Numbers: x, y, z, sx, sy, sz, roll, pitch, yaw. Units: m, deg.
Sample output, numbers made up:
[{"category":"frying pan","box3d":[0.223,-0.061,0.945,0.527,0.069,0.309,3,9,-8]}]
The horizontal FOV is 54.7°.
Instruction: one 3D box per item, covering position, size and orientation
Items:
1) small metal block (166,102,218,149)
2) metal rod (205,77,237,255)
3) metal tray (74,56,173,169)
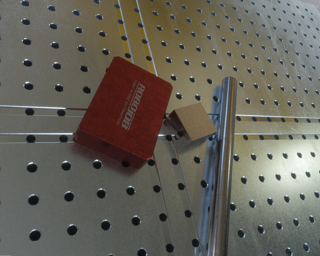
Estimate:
[{"category":"small metal block","box3d":[0.045,-0.004,0.437,0.050,0.025,0.050,-17,71,-35]},{"category":"metal rod","box3d":[0.089,0.041,0.433,0.025,0.025,0.300,24,53,-14]},{"category":"metal tray","box3d":[-0.041,-0.023,0.398,0.090,0.030,0.130,26,52,-12]}]
